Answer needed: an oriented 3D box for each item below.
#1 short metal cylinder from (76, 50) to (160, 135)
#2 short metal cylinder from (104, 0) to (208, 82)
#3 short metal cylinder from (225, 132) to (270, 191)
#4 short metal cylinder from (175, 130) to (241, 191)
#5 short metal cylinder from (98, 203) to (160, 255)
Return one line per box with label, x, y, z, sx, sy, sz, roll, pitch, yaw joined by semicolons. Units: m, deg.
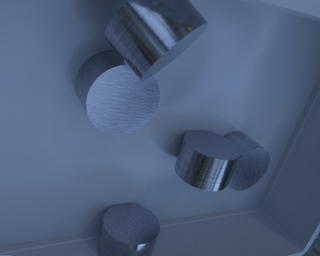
short metal cylinder;-0.047;-0.040;0.342;0.081;0.050;0.079;-14;124;-21
short metal cylinder;-0.003;-0.088;0.284;0.080;0.080;0.050;-40;92;-1
short metal cylinder;0.126;0.052;0.492;0.081;0.050;0.079;-15;125;-22
short metal cylinder;0.066;0.044;0.436;0.081;0.080;0.050;1;118;-29
short metal cylinder;-0.045;0.154;0.444;0.081;0.080;0.050;1;118;-29
